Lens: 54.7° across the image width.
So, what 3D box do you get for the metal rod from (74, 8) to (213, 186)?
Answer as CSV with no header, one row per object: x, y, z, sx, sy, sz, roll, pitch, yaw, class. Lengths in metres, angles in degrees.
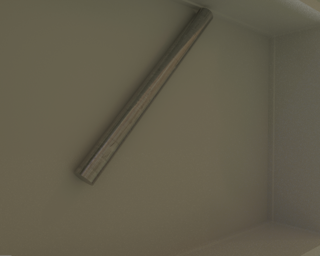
-0.007,-0.057,0.401,0.025,0.025,0.301,49,61,-29,metal rod
